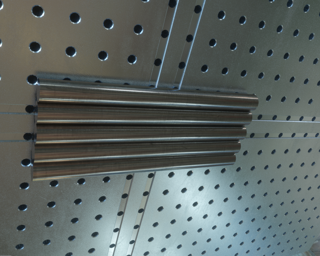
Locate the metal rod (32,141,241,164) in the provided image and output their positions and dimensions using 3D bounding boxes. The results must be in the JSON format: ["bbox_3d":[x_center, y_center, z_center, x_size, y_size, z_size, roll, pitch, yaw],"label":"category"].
[{"bbox_3d":[-0.011,0.028,0.424,0.303,0.025,0.025,0,118,-29],"label":"metal rod"}]

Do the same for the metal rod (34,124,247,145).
[{"bbox_3d":[-0.005,0.006,0.414,0.303,0.025,0.025,0,118,-29],"label":"metal rod"}]

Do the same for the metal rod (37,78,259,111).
[{"bbox_3d":[0.007,-0.039,0.393,0.303,0.025,0.025,0,118,-29],"label":"metal rod"}]

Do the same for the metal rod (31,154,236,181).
[{"bbox_3d":[-0.017,0.049,0.434,0.303,0.025,0.025,0,119,-29],"label":"metal rod"}]

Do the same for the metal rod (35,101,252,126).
[{"bbox_3d":[0.001,-0.017,0.403,0.303,0.025,0.025,0,118,-29],"label":"metal rod"}]
